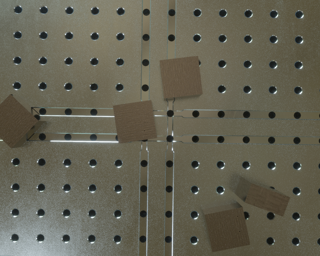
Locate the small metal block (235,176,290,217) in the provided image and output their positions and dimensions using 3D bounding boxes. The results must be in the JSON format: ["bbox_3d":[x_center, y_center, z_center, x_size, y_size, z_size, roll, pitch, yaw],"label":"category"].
[{"bbox_3d":[0.131,0.087,0.402,0.050,0.050,0.025,20,90,0],"label":"small metal block"}]

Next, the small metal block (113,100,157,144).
[{"bbox_3d":[-0.032,-0.008,0.413,0.050,0.025,0.050,-9,90,0],"label":"small metal block"}]

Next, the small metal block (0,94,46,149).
[{"bbox_3d":[-0.192,-0.009,0.412,0.050,0.025,0.050,44,90,0],"label":"small metal block"}]

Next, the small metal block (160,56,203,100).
[{"bbox_3d":[0.027,-0.066,0.413,0.050,0.025,0.050,-7,90,0],"label":"small metal block"}]

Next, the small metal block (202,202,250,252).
[{"bbox_3d":[0.088,0.132,0.414,0.050,0.025,0.050,-11,90,0],"label":"small metal block"}]
